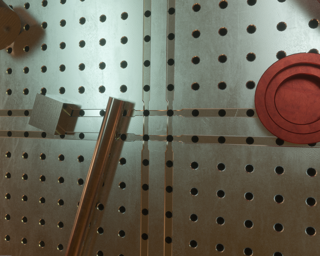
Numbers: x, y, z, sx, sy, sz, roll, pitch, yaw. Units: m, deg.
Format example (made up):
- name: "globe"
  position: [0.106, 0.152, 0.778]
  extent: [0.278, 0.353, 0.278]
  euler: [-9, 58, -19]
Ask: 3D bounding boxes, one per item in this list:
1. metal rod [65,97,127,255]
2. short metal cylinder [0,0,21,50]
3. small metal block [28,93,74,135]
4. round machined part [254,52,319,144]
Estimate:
- name: "metal rod"
  position: [-0.101, 0.101, 0.448]
  extent: [0.025, 0.025, 0.298]
  euler: [19, 96, 19]
- name: "short metal cylinder"
  position: [-0.266, -0.165, 0.478]
  extent: [0.050, 0.080, 0.080]
  euler: [45, 104, 14]
- name: "small metal block"
  position: [-0.166, -0.021, 0.471]
  extent: [0.050, 0.025, 0.050]
  euler: [20, 97, 18]
- name: "round machined part"
  position: [0.159, -0.032, 0.347]
  extent: [0.098, 0.042, 0.097]
  euler: [0, 90, 20]
